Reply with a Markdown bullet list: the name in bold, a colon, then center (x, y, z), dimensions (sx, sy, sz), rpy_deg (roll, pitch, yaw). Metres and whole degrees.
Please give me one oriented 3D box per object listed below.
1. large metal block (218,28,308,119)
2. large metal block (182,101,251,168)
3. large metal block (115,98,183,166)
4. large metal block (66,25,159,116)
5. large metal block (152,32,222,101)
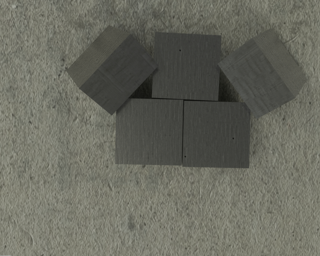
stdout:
- **large metal block**: center (0.128, -0.069, 0.379), dimensions (0.050, 0.080, 0.080), rpy_deg (-35, 90, 40)
- **large metal block**: center (0.068, 0.008, 0.398), dimensions (0.081, 0.050, 0.079), rpy_deg (1, 90, -1)
- **large metal block**: center (-0.013, 0.004, 0.398), dimensions (0.081, 0.050, 0.079), rpy_deg (1, 90, -1)
- **large metal block**: center (-0.060, -0.073, 0.376), dimensions (0.080, 0.080, 0.050), rpy_deg (-47, 125, 0)
- **large metal block**: center (0.032, -0.075, 0.399), dimensions (0.081, 0.050, 0.079), rpy_deg (3, 90, -1)
